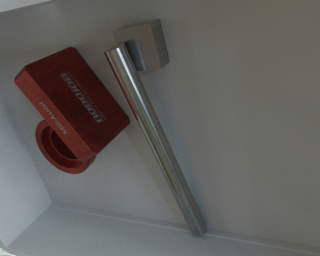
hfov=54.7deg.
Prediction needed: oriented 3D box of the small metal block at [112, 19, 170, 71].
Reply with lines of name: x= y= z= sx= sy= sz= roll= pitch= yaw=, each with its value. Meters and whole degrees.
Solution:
small metal block: x=-0.021 y=-0.095 z=0.360 sx=0.050 sy=0.025 sz=0.050 roll=0 pitch=118 yaw=28

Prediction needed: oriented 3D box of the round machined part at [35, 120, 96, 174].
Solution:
round machined part: x=-0.140 y=0.020 z=0.481 sx=0.098 sy=0.042 sz=0.097 roll=13 pitch=124 yaw=20

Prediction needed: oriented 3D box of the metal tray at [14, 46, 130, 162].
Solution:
metal tray: x=-0.107 y=-0.033 z=0.400 sx=0.030 sy=0.090 sz=0.130 roll=-29 pitch=103 yaw=37

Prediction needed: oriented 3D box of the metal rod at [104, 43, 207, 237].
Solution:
metal rod: x=0.005 y=0.034 z=0.407 sx=0.025 sy=0.025 sz=0.299 roll=-7 pitch=121 yaw=31
